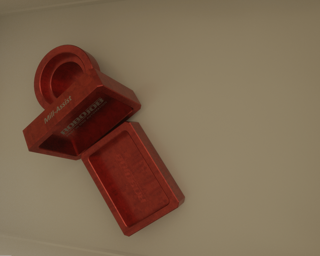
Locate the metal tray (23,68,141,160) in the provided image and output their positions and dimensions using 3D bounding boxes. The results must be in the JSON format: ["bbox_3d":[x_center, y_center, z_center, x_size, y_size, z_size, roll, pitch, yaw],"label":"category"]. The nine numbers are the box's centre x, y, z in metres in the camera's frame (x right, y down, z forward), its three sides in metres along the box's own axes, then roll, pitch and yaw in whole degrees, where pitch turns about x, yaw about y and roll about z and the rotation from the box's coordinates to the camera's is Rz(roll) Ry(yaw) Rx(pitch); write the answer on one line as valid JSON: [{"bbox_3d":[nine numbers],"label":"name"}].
[{"bbox_3d":[-0.100,-0.012,0.407,0.130,0.090,0.030,-39,61,15],"label":"metal tray"}]

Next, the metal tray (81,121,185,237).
[{"bbox_3d":[-0.038,0.067,0.420,0.090,0.030,0.130,-35,79,16],"label":"metal tray"}]

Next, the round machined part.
[{"bbox_3d":[-0.125,-0.064,0.440,0.098,0.042,0.097,-3,83,21],"label":"round machined part"}]
